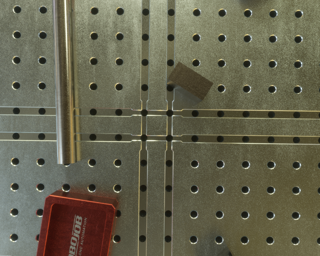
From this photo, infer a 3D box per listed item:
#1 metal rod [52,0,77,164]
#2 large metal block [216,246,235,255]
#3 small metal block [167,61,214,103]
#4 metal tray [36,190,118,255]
[{"bbox_3d":[-0.128,-0.103,0.412,0.025,0.025,0.298,-2,90,0],"label":"metal rod"},{"bbox_3d":[0.100,0.209,0.387,0.050,0.080,0.080,-41,90,0],"label":"large metal block"},{"bbox_3d":[0.037,-0.057,0.401,0.050,0.050,0.025,32,90,0],"label":"small metal block"},{"bbox_3d":[-0.111,0.155,0.409,0.091,0.030,0.129,9,90,0],"label":"metal tray"}]
